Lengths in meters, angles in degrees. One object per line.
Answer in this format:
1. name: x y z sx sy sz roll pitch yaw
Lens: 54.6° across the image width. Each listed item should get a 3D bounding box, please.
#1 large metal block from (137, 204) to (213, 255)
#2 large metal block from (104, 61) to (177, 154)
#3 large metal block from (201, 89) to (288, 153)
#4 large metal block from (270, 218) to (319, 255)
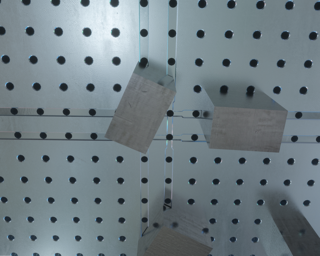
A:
1. large metal block: 0.020 0.175 0.465 0.080 0.050 0.080 28 108 -10
2. large metal block: -0.022 -0.028 0.374 0.050 0.080 0.080 24 108 -9
3. large metal block: 0.097 -0.011 0.380 0.080 0.080 0.050 4 110 -1
4. large metal block: 0.202 0.191 0.456 0.050 0.080 0.079 -2 110 1
